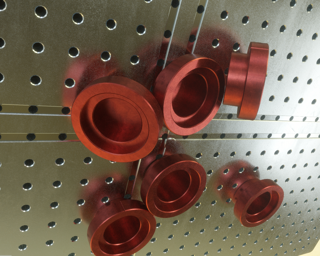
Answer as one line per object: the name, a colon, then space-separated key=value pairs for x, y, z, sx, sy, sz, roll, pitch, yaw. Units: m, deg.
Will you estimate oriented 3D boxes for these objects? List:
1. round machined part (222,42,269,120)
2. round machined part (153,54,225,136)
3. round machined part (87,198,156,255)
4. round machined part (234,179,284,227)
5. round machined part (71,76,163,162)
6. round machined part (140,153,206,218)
round machined part: x=0.106 y=-0.061 z=0.397 sx=0.042 sy=0.098 sz=0.097 roll=9 pitch=121 yaw=11
round machined part: x=0.030 y=-0.043 z=0.381 sx=0.099 sy=0.042 sz=0.097 roll=-20 pitch=125 yaw=-31
round machined part: x=-0.058 y=0.143 z=0.456 sx=0.099 sy=0.042 sz=0.097 roll=-14 pitch=124 yaw=-21
round machined part: x=0.178 y=0.134 z=0.579 sx=0.099 sy=0.042 sz=0.097 roll=-14 pitch=124 yaw=-21
round machined part: x=-0.045 y=-0.013 z=0.347 sx=0.098 sy=0.042 sz=0.097 roll=6 pitch=121 yaw=10
round machined part: x=0.016 y=0.079 z=0.455 sx=0.099 sy=0.042 sz=0.097 roll=-14 pitch=122 yaw=-24
